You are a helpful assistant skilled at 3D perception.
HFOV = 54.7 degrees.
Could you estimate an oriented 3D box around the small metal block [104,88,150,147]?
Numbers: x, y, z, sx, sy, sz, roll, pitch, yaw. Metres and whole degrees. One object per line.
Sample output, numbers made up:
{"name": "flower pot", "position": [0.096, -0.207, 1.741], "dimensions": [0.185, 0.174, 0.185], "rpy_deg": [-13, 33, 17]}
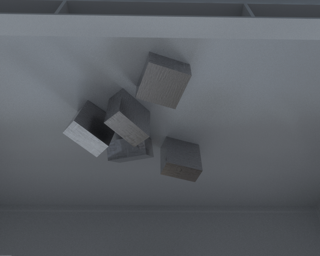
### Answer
{"name": "small metal block", "position": [-0.038, -0.013, 0.380], "dimensions": [0.025, 0.050, 0.050], "rpy_deg": [-35, 121, 24]}

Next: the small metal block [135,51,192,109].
{"name": "small metal block", "position": [0.003, -0.055, 0.362], "dimensions": [0.050, 0.025, 0.050], "rpy_deg": [15, 129, -13]}

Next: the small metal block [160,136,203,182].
{"name": "small metal block", "position": [0.029, 0.043, 0.429], "dimensions": [0.050, 0.050, 0.025], "rpy_deg": [15, 129, -12]}

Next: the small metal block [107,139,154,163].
{"name": "small metal block", "position": [-0.039, 0.029, 0.417], "dimensions": [0.050, 0.025, 0.050], "rpy_deg": [-10, 169, 8]}

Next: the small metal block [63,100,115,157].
{"name": "small metal block", "position": [-0.085, 0.000, 0.387], "dimensions": [0.050, 0.050, 0.025], "rpy_deg": [39, 120, -17]}
